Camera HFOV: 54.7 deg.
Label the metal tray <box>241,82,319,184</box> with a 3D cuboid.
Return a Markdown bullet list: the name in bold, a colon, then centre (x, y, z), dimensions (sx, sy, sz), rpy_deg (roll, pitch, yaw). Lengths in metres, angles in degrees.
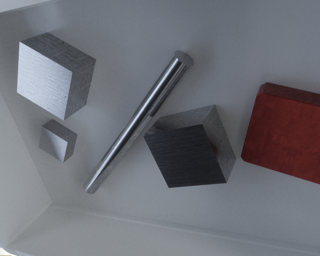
- **metal tray**: centre (0.161, 0.011, 0.327), dimensions (0.130, 0.030, 0.089), rpy_deg (17, 125, 18)

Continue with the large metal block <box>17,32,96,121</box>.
- **large metal block**: centre (-0.142, -0.070, 0.422), dimensions (0.080, 0.050, 0.079), rpy_deg (30, 128, 8)

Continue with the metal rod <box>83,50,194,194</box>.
- **metal rod**: centre (-0.046, 0.012, 0.438), dimensions (0.025, 0.025, 0.298), rpy_deg (40, 129, 1)

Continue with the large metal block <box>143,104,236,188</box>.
- **large metal block**: centre (0.039, 0.025, 0.386), dimensions (0.080, 0.050, 0.080), rpy_deg (-12, 112, 33)

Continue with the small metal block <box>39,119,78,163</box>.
- **small metal block**: centre (-0.168, 0.021, 0.508), dimensions (0.050, 0.025, 0.050), rpy_deg (31, 128, 8)
